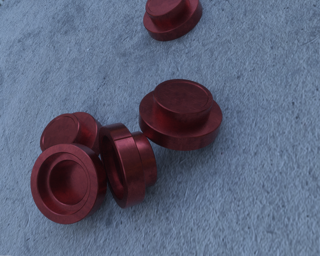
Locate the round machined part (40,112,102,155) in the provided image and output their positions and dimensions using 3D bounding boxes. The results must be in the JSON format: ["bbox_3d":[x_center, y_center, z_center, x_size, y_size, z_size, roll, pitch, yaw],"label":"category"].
[{"bbox_3d":[-0.134,0.017,0.453,0.098,0.042,0.098,-13,56,21],"label":"round machined part"}]

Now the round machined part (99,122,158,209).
[{"bbox_3d":[-0.036,0.041,0.364,0.042,0.097,0.098,-13,47,-23],"label":"round machined part"}]

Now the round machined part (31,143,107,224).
[{"bbox_3d":[-0.110,0.068,0.393,0.098,0.042,0.097,-1,88,19],"label":"round machined part"}]

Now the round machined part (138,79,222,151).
[{"bbox_3d":[0.025,-0.022,0.364,0.099,0.042,0.098,4,41,-3],"label":"round machined part"}]

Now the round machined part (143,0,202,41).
[{"bbox_3d":[0.016,-0.193,0.503,0.098,0.042,0.098,-13,56,21],"label":"round machined part"}]
